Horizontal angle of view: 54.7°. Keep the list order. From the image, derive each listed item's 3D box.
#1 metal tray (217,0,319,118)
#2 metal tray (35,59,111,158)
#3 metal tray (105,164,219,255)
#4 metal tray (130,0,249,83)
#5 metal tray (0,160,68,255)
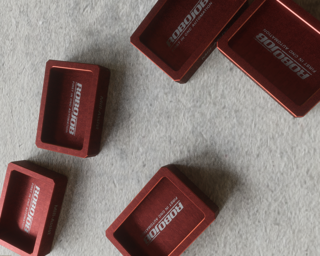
[{"bbox_3d":[0.143,-0.086,0.355,0.130,0.030,0.090,46,104,14],"label":"metal tray"},{"bbox_3d":[-0.127,-0.029,0.449,0.090,0.030,0.129,10,93,19],"label":"metal tray"},{"bbox_3d":[0.001,0.123,0.405,0.090,0.030,0.130,43,103,14],"label":"metal tray"},{"bbox_3d":[0.035,-0.133,0.393,0.090,0.030,0.130,44,103,14],"label":"metal tray"},{"bbox_3d":[-0.201,0.124,0.474,0.090,0.030,0.129,17,95,18],"label":"metal tray"}]
